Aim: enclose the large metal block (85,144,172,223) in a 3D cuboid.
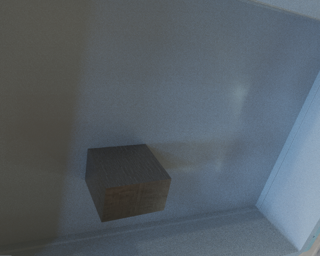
[{"bbox_3d":[-0.043,0.065,0.391,0.081,0.080,0.050,-3,120,-27],"label":"large metal block"}]
